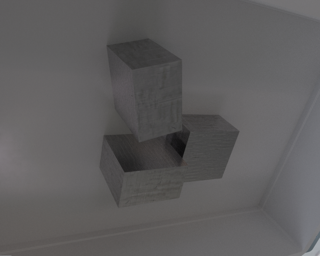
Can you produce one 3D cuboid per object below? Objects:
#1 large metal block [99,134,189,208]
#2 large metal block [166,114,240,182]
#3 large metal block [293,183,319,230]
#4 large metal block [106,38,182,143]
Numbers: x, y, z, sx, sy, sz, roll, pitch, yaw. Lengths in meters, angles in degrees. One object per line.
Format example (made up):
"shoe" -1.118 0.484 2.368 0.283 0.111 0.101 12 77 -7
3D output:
"large metal block" -0.024 0.049 0.390 0.081 0.080 0.050 -2 120 -27
"large metal block" 0.054 0.028 0.439 0.081 0.050 0.079 0 119 -28
"large metal block" 0.357 0.170 0.676 0.081 0.080 0.050 -10 123 -23
"large metal block" -0.017 -0.044 0.336 0.050 0.080 0.079 -16 125 -20
